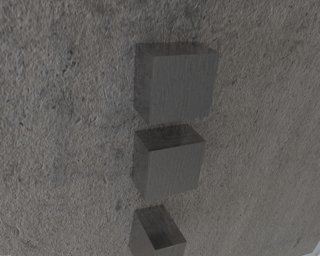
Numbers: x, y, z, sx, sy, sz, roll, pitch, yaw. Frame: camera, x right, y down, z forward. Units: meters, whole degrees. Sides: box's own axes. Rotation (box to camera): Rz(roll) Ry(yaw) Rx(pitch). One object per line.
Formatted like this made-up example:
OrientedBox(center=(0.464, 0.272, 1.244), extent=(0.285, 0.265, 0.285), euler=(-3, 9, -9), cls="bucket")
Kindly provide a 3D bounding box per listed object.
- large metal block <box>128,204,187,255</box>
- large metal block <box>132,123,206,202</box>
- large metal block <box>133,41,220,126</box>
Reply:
OrientedBox(center=(-0.007, 0.179, 0.478), extent=(0.050, 0.080, 0.079), euler=(-4, 120, -26), cls="large metal block")
OrientedBox(center=(0.010, 0.045, 0.424), extent=(0.081, 0.050, 0.079), euler=(-8, 122, -24), cls="large metal block")
OrientedBox(center=(0.016, -0.055, 0.365), extent=(0.081, 0.050, 0.079), euler=(-9, 123, -24), cls="large metal block")
